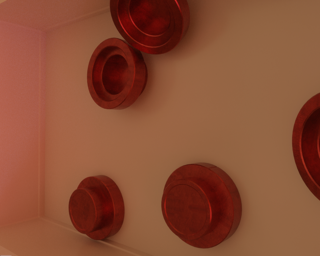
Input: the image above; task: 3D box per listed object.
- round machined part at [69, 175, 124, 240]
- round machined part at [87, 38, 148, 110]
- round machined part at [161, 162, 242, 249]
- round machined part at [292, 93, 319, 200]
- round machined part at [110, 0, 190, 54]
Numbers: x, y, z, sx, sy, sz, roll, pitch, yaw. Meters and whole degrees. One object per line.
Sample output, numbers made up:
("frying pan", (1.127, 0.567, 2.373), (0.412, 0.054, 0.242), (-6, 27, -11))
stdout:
("round machined part", (-0.104, 0.124, 0.479), (0.098, 0.042, 0.097), (0, 90, 39))
("round machined part", (-0.056, -0.075, 0.440), (0.098, 0.042, 0.097), (0, 90, 39))
("round machined part", (0.041, 0.091, 0.361), (0.098, 0.042, 0.097), (0, 90, 39))
("round machined part", (0.157, 0.016, 0.247), (0.098, 0.042, 0.097), (174, 89, -74))
("round machined part", (-0.008, -0.144, 0.379), (0.098, 0.042, 0.097), (19, 141, 17))
